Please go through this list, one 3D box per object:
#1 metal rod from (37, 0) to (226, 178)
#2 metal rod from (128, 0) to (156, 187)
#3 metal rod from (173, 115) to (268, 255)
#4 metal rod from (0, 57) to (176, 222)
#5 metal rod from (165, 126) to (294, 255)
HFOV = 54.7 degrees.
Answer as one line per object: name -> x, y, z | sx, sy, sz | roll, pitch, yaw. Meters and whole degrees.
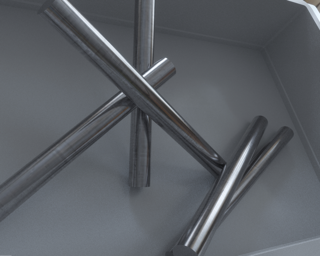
metal rod -> 0.003, -0.016, 0.328 | 0.300, 0.025, 0.025 | 42, 44, -38
metal rod -> -0.020, -0.082, 0.369 | 0.025, 0.025, 0.298 | 4, 84, -27
metal rod -> 0.092, 0.050, 0.383 | 0.025, 0.025, 0.302 | 46, 37, 3
metal rod -> -0.092, 0.023, 0.293 | 0.025, 0.025, 0.301 | 46, 66, 3
metal rod -> 0.113, 0.075, 0.422 | 0.302, 0.025, 0.025 | -34, 81, -38
